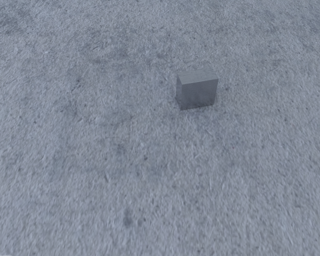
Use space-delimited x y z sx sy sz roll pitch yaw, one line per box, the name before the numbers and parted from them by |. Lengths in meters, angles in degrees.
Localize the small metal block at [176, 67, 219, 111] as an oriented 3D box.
small metal block | 0.050 -0.054 0.433 0.050 0.050 0.025 -11 51 -9
